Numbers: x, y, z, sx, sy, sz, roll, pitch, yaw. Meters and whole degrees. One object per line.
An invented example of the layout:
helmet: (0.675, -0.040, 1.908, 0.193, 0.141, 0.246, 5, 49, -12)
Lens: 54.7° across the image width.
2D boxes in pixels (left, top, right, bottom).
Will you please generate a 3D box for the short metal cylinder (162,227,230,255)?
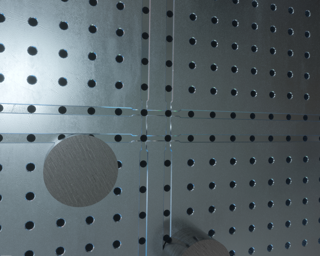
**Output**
short metal cylinder: (0.048, 0.182, 0.417, 0.081, 0.050, 0.079, 0, 90, -20)

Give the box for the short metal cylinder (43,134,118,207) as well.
short metal cylinder: (-0.094, 0.047, 0.365, 0.081, 0.050, 0.079, 0, 90, -20)
